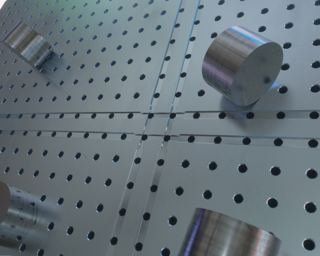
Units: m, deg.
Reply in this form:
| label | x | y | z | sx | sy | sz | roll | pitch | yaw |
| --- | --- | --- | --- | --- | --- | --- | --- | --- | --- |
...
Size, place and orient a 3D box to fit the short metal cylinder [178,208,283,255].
| label | x | y | z | sx | sy | sz | roll | pitch | yaw |
| --- | --- | --- | --- | --- | --- | --- | --- | --- | --- |
| short metal cylinder | 0.060 | 0.110 | 0.274 | 0.080 | 0.080 | 0.050 | 12 | 68 | 33 |

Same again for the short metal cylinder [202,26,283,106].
| label | x | y | z | sx | sy | sz | roll | pitch | yaw |
| --- | --- | --- | --- | --- | --- | --- | --- | --- | --- |
| short metal cylinder | 0.097 | -0.073 | 0.367 | 0.080 | 0.080 | 0.050 | -43 | 51 | -2 |

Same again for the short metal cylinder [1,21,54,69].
| label | x | y | z | sx | sy | sz | roll | pitch | yaw |
| --- | --- | --- | --- | --- | --- | --- | --- | --- | --- |
| short metal cylinder | -0.259 | -0.161 | 0.608 | 0.080 | 0.080 | 0.050 | 29 | 78 | 37 |

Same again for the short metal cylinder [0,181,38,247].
| label | x | y | z | sx | sy | sz | roll | pitch | yaw |
| --- | --- | --- | --- | --- | --- | --- | --- | --- | --- |
| short metal cylinder | -0.221 | 0.121 | 0.434 | 0.080 | 0.050 | 0.080 | -13 | 56 | 21 |
